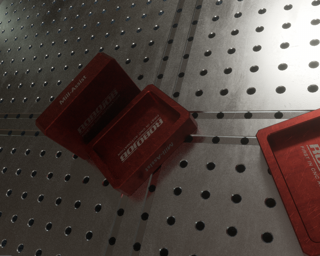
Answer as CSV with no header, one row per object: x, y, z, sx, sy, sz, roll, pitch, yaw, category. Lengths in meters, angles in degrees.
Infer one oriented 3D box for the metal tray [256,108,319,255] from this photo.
0.157,0.047,0.293,0.090,0.030,0.130,-21,54,15,metal tray

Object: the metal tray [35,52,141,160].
-0.093,-0.028,0.430,0.030,0.090,0.130,35,81,38,metal tray

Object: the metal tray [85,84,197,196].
-0.027,0.012,0.409,0.130,0.030,0.090,-45,51,-4,metal tray
